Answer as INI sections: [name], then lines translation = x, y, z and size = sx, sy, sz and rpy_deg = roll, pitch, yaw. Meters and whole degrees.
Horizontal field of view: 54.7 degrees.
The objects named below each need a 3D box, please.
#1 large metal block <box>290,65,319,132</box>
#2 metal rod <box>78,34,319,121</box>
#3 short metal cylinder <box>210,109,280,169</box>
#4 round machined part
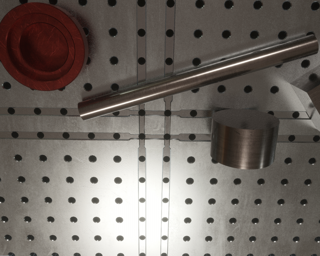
[large metal block]
translation = 0.227, -0.042, 0.388
size = 0.080, 0.050, 0.080
rpy_deg = -34, 107, 11
[metal rod]
translation = 0.043, -0.062, 0.391
size = 0.301, 0.025, 0.025
rpy_deg = -16, 110, 5
[short metal cylinder]
translation = 0.105, 0.011, 0.390
size = 0.081, 0.080, 0.050
rpy_deg = 0, 110, -1
[round machined part]
translation = -0.134, -0.096, 0.367
size = 0.099, 0.042, 0.097
rpy_deg = 0, 110, -1
